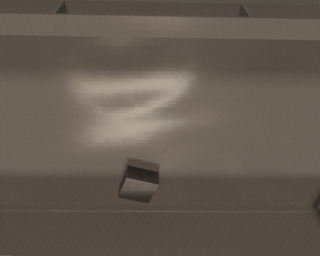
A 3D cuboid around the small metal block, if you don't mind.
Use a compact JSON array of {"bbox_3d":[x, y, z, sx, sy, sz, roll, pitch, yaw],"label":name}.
[{"bbox_3d":[-0.034,0.089,0.485,0.050,0.025,0.050,15,129,-13],"label":"small metal block"}]
